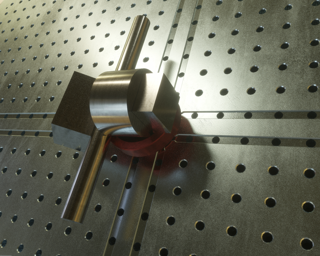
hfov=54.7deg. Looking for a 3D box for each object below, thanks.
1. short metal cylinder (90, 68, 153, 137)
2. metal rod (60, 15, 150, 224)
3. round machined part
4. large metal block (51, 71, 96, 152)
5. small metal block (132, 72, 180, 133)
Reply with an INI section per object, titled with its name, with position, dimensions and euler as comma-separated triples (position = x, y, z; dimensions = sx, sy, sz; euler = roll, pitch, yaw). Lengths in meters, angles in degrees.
[short metal cylinder]
position = -0.038, -0.029, 0.371
dimensions = 0.050, 0.080, 0.080
euler = 1, 62, 28
[metal rod]
position = -0.062, -0.029, 0.404
dimensions = 0.025, 0.025, 0.300
euler = 1, 62, 28
[round machined part]
position = -0.017, -0.007, 0.408
dimensions = 0.098, 0.042, 0.098
euler = -13, 56, 20
[large metal block]
position = -0.110, -0.019, 0.433
dimensions = 0.050, 0.080, 0.080
euler = 19, 65, -9
[small metal block]
position = -0.003, -0.028, 0.355
dimensions = 0.025, 0.050, 0.050
euler = 1, 63, 28
